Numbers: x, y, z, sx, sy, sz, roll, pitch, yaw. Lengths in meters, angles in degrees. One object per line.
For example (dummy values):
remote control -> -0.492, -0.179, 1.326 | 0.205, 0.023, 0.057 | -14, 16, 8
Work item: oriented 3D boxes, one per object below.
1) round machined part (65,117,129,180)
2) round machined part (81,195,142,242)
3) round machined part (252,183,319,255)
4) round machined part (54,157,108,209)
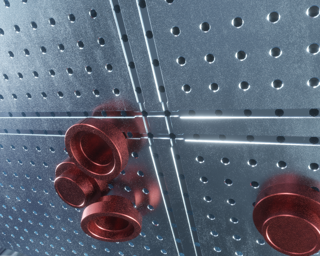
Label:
round machined part -> -0.089, 0.027, 0.465 | 0.098, 0.042, 0.097 | 13, 124, 21
round machined part -> -0.079, 0.149, 0.519 | 0.099, 0.042, 0.097 | 1, 134, 1
round machined part -> 0.166, 0.121, 0.388 | 0.098, 0.042, 0.097 | 13, 124, 21
round machined part -> -0.143, 0.100, 0.539 | 0.098, 0.042, 0.097 | 13, 124, 21
